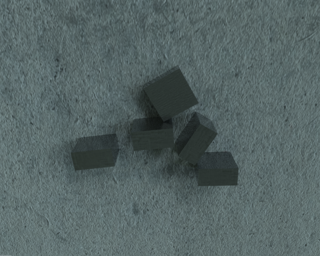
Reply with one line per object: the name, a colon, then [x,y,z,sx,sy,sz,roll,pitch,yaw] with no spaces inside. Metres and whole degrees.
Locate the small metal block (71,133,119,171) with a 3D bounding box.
small metal block: [-0.083,0.031,0.407,0.050,0.050,0.025,-6,110,2]

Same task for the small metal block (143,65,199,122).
small metal block: [0.014,-0.044,0.394,0.050,0.025,0.050,-28,108,10]

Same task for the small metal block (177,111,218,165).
small metal block: [0.046,0.012,0.401,0.025,0.050,0.050,30,107,-10]

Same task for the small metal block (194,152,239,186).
small metal block: [0.074,0.054,0.417,0.050,0.050,0.025,-1,110,0]

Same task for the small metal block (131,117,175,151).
small metal block: [-0.008,0.006,0.398,0.050,0.050,0.025,-5,110,2]
